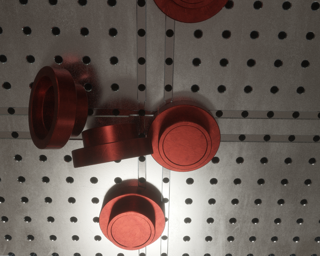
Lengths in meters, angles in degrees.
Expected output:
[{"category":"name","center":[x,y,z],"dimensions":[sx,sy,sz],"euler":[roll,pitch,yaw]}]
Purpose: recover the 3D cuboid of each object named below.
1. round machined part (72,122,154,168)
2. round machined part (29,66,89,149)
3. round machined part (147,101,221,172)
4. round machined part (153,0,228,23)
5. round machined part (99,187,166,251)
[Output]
[{"category":"round machined part","center":[-0.060,0.020,0.386],"dimensions":[0.099,0.098,0.042],"euler":[-10,86,3]},{"category":"round machined part","center":[-0.121,-0.023,0.375],"dimensions":[0.042,0.098,0.097],"euler":[4,115,-40]},{"category":"round machined part","center":[0.032,0.016,0.411],"dimensions":[0.099,0.042,0.097],"euler":[0,110,-1]},{"category":"round machined part","center":[0.035,-0.167,0.343],"dimensions":[0.099,0.042,0.097],"euler":[0,110,-1]},{"category":"round machined part","center":[-0.041,0.139,0.455],"dimensions":[0.099,0.042,0.097],"euler":[0,110,-1]}]
